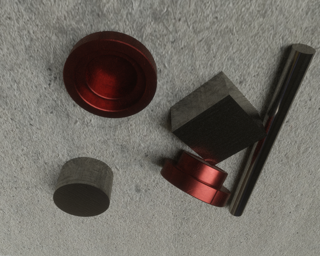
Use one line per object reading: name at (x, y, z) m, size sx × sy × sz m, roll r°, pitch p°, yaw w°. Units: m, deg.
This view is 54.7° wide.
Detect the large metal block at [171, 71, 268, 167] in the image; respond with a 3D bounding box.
large metal block at (0.071, -0.009, 0.384) m, size 0.080 × 0.050 × 0.080 m, roll -35°, pitch 122°, yaw 25°

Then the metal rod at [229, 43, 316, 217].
metal rod at (0.142, 0.027, 0.431) m, size 0.025 × 0.025 × 0.298 m, roll 4°, pitch 130°, yaw -4°

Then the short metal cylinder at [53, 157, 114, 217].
short metal cylinder at (-0.113, 0.089, 0.466) m, size 0.081 × 0.050 × 0.079 m, roll 0°, pitch 130°, yaw 0°

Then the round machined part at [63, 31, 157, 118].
round machined part at (-0.052, -0.061, 0.343) m, size 0.099 × 0.042 × 0.097 m, roll 0°, pitch 130°, yaw 0°

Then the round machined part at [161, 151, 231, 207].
round machined part at (0.054, 0.065, 0.426) m, size 0.098 × 0.098 × 0.042 m, roll 26°, pitch 92°, yaw -21°
